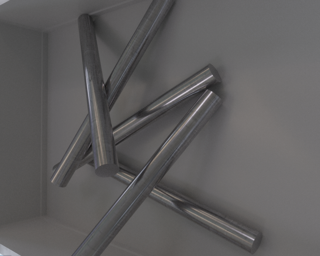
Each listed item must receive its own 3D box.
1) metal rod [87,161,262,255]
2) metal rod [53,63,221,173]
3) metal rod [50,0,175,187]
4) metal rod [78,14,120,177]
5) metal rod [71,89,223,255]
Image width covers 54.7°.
[{"bbox_3d":[-0.011,0.082,0.415,0.300,0.025,0.025,19,102,38],"label":"metal rod"},{"bbox_3d":[-0.050,0.003,0.427,0.299,0.025,0.025,-31,71,29],"label":"metal rod"},{"bbox_3d":[-0.069,-0.047,0.425,0.025,0.025,0.299,38,101,33],"label":"metal rod"},{"bbox_3d":[-0.089,-0.066,0.415,0.025,0.025,0.300,-46,43,30],"label":"metal rod"},{"bbox_3d":[-0.032,0.079,0.349,0.025,0.025,0.300,37,86,34],"label":"metal rod"}]
